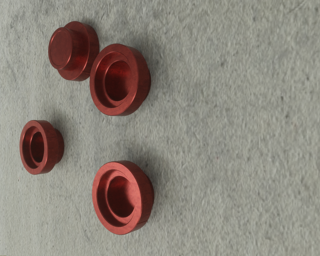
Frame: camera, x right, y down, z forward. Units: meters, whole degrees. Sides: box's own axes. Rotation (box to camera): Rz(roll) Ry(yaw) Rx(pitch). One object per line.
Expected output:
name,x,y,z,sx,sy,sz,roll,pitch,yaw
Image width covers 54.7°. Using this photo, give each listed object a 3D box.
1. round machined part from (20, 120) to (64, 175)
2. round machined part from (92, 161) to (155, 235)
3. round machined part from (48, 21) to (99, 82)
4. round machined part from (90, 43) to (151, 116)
round machined part,-0.212,0.034,0.565,0.098,0.042,0.097,0,90,39
round machined part,-0.047,0.094,0.430,0.098,0.042,0.097,0,90,39
round machined part,-0.148,-0.128,0.513,0.098,0.042,0.097,0,90,39
round machined part,-0.051,-0.065,0.434,0.098,0.042,0.097,0,90,39
